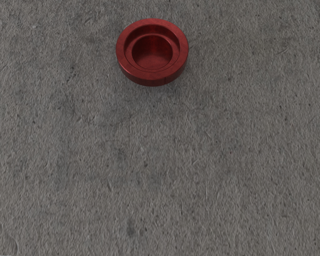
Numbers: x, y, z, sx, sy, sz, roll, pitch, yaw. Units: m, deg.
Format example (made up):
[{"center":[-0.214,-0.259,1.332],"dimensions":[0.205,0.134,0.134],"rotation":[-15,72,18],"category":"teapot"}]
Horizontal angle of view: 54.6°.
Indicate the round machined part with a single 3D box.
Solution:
[{"center":[-0.010,-0.101,0.436],"dimensions":[0.099,0.042,0.098],"rotation":[0,70,0],"category":"round machined part"}]
